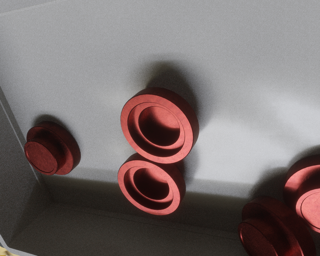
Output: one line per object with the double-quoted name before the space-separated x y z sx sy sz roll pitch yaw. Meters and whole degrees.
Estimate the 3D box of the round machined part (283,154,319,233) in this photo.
"round machined part" 0.190 0.081 0.347 0.098 0.042 0.097 13 124 21

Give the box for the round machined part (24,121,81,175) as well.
"round machined part" -0.187 0.040 0.522 0.098 0.042 0.097 13 124 21

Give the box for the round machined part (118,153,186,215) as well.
"round machined part" -0.008 0.075 0.448 0.098 0.042 0.097 13 124 21

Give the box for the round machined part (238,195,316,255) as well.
"round machined part" 0.135 0.137 0.381 0.098 0.042 0.097 48 152 37

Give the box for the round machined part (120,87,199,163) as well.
"round machined part" 0.003 -0.007 0.392 0.098 0.042 0.097 13 124 21
